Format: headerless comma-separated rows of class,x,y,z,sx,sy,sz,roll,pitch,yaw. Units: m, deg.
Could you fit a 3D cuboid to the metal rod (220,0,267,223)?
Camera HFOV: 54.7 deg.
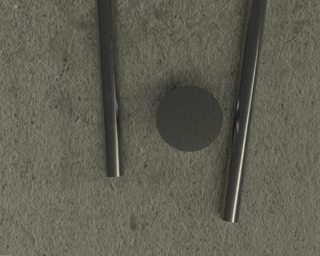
metal rod,0.111,-0.027,0.410,0.025,0.025,0.298,7,90,0

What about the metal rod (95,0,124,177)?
metal rod,-0.068,-0.086,0.409,0.025,0.025,0.298,-3,90,0

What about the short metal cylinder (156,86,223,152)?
short metal cylinder,0.035,-0.011,0.398,0.081,0.050,0.079,0,90,0
